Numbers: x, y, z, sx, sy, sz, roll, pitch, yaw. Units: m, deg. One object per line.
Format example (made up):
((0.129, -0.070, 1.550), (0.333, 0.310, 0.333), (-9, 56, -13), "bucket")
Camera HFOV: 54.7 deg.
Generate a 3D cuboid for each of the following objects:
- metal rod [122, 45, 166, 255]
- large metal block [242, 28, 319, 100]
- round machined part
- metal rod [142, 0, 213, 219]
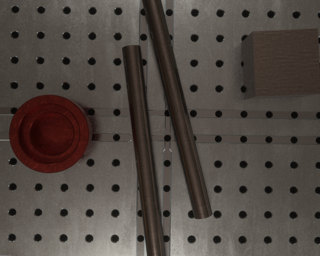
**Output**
((-0.020, 0.041, 0.413), (0.025, 0.025, 0.298), (-7, 90, 0), "metal rod")
((0.155, -0.080, 0.403), (0.081, 0.050, 0.079), (-3, 90, -1), "large metal block")
((-0.137, 0.007, 0.403), (0.099, 0.042, 0.097), (0, 90, -1), "round machined part")
((0.023, -0.028, 0.413), (0.025, 0.025, 0.298), (-14, 90, 0), "metal rod")
